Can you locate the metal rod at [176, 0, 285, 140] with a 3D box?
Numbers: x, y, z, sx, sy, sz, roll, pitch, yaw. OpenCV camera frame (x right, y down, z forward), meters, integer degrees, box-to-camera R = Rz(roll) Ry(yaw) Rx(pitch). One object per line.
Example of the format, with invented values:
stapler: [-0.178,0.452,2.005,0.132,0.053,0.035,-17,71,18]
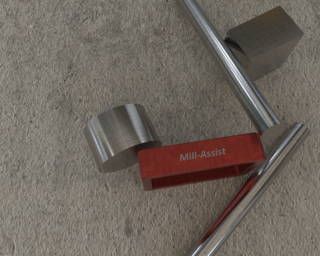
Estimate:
metal rod: [0.071,-0.107,0.399,0.025,0.025,0.299,-16,52,-6]

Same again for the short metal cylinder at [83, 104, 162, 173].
short metal cylinder: [-0.045,0.014,0.373,0.080,0.080,0.050,-23,72,-9]

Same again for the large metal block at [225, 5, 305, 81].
large metal block: [0.131,-0.105,0.419,0.080,0.080,0.050,-28,73,-10]

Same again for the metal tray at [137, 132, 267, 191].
metal tray: [0.043,0.042,0.358,0.131,0.090,0.030,-9,71,-4]

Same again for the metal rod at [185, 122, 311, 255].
metal rod: [0.086,0.105,0.370,0.025,0.025,0.301,41,74,13]
